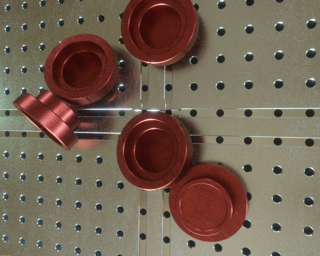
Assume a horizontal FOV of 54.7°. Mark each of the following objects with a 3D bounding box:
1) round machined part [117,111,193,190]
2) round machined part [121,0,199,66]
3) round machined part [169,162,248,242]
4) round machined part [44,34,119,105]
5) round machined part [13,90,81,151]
[{"bbox_3d":[-0.003,0.030,0.397,0.098,0.042,0.097,-4,80,27],"label":"round machined part"},{"bbox_3d":[0.003,-0.129,0.402,0.098,0.042,0.097,0,90,19],"label":"round machined part"},{"bbox_3d":[0.057,0.093,0.383,0.098,0.042,0.097,0,90,19],"label":"round machined part"},{"bbox_3d":[-0.104,-0.076,0.428,0.098,0.042,0.098,-3,72,8],"label":"round machined part"},{"bbox_3d":[-0.151,-0.015,0.433,0.098,0.098,0.042,34,71,16],"label":"round machined part"}]
